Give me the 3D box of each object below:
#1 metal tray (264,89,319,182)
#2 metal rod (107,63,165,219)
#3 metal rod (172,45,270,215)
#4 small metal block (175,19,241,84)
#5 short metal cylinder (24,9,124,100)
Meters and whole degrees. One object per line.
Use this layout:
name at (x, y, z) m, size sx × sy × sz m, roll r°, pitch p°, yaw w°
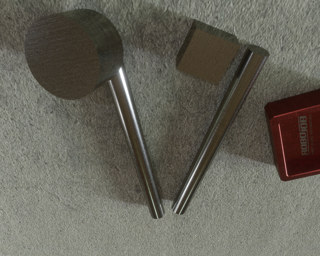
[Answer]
metal tray at (0.198, 0.013, 0.416) m, size 0.090 × 0.030 × 0.130 m, roll -16°, pitch 129°, yaw 13°
metal rod at (-0.029, 0.033, 0.434) m, size 0.025 × 0.025 × 0.298 m, roll -8°, pitch 130°, yaw 6°
metal rod at (0.069, 0.026, 0.429) m, size 0.025 × 0.025 × 0.298 m, roll 11°, pitch 129°, yaw -10°
small metal block at (0.050, -0.082, 0.338) m, size 0.050 × 0.025 × 0.050 m, roll 17°, pitch 128°, yaw -14°
short metal cylinder at (-0.084, -0.074, 0.309) m, size 0.080 × 0.050 × 0.079 m, roll 9°, pitch 119°, yaw 17°
